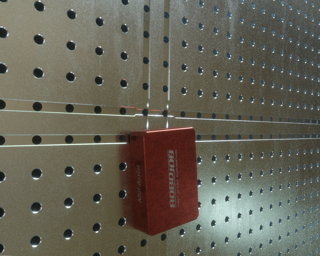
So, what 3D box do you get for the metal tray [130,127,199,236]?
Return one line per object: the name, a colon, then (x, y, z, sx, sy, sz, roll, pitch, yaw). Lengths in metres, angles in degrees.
metal tray: (0.008, 0.066, 0.415, 0.091, 0.030, 0.129, -5, 93, -40)
